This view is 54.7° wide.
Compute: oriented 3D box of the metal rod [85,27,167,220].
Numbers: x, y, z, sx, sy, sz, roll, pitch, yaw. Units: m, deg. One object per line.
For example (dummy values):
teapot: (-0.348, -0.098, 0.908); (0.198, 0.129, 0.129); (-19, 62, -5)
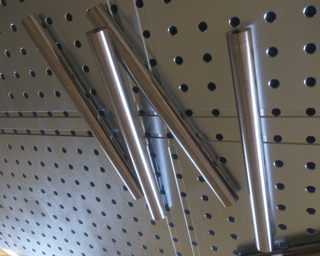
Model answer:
metal rod: (-0.036, 0.015, 0.420); (0.025, 0.025, 0.298); (2, 125, 27)

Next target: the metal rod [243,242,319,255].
metal rod: (0.224, 0.153, 0.387); (0.299, 0.025, 0.025); (-30, 102, 37)

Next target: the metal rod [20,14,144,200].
metal rod: (-0.102, -0.020, 0.450); (0.025, 0.025, 0.299); (-19, 109, 35)

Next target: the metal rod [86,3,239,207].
metal rod: (0.010, -0.020, 0.392); (0.025, 0.025, 0.299); (-28, 104, 37)

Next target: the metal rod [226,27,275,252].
metal rod: (0.113, 0.034, 0.371); (0.025, 0.025, 0.298); (-1, 118, 28)
